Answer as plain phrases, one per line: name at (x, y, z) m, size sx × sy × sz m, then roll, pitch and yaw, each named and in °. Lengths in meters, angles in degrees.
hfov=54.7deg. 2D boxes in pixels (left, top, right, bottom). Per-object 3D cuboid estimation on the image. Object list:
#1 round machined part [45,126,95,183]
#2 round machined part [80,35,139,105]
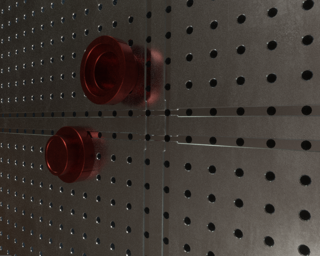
round machined part at (-0.159, 0.045, 0.526) m, size 0.098 × 0.042 × 0.097 m, roll 0°, pitch 90°, yaw 39°
round machined part at (-0.070, -0.082, 0.454) m, size 0.098 × 0.042 × 0.097 m, roll 0°, pitch 90°, yaw 39°
